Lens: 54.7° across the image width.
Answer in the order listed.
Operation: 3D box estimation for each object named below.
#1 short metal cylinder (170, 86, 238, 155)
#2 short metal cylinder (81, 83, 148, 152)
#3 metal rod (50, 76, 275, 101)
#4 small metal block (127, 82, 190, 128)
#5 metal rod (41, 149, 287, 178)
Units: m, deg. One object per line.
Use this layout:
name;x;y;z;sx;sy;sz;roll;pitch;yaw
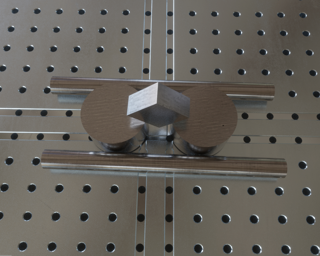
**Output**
short metal cylinder;0.054;-0.007;0.398;0.081;0.050;0.080;0;70;0
short metal cylinder;-0.056;-0.011;0.398;0.081;0.050;0.080;0;70;0
metal rod;0.003;-0.054;0.428;0.302;0.025;0.025;2;70;0
small metal block;-0.001;-0.024;0.355;0.050;0.050;0.025;21;63;-39
metal rod;0.005;0.045;0.392;0.302;0.025;0.025;2;70;0
